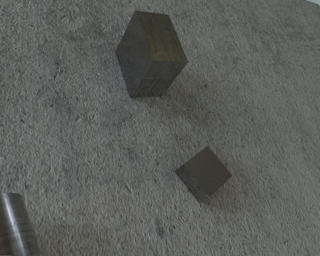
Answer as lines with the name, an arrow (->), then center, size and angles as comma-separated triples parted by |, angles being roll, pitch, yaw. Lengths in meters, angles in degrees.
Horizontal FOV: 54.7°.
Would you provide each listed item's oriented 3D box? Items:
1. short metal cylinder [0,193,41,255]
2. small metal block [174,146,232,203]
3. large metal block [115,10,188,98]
short metal cylinder -> -0.140, 0.090, 0.238 | 0.081, 0.080, 0.050 | -14, 69, -34
small metal block -> 0.056, 0.059, 0.398 | 0.050, 0.025, 0.050 | -31, 79, -38
large metal block -> -0.015, -0.097, 0.419 | 0.050, 0.080, 0.080 | -5, 64, -31
